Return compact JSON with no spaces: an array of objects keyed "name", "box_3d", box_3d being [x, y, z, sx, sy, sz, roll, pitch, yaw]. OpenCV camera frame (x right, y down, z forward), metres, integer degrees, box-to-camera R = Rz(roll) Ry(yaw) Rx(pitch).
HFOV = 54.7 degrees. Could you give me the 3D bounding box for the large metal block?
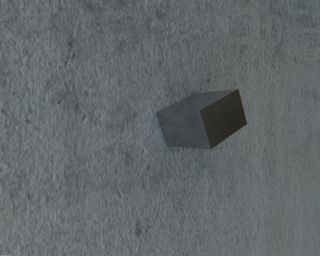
[{"name":"large metal block","box_3d":[0.056,-0.013,0.418,0.081,0.080,0.050,-29,109,-37]}]
